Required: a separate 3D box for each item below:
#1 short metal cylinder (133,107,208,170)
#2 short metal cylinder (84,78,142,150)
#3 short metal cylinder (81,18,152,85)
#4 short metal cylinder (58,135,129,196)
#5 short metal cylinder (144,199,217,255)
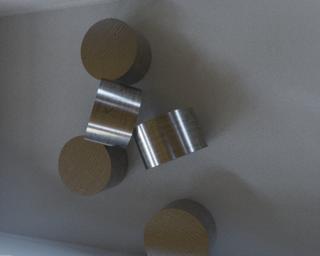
[{"bbox_3d":[0.012,0.013,0.376,0.080,0.080,0.050,-23,83,18],"label":"short metal cylinder"},{"bbox_3d":[-0.059,-0.017,0.386,0.050,0.080,0.080,16,96,-12],"label":"short metal cylinder"},{"bbox_3d":[-0.058,-0.100,0.416,0.080,0.050,0.079,0,90,19],"label":"short metal cylinder"},{"bbox_3d":[-0.091,0.049,0.428,0.080,0.050,0.079,0,90,19],"label":"short metal cylinder"},{"bbox_3d":[0.027,0.134,0.387,0.080,0.050,0.079,0,90,19],"label":"short metal cylinder"}]
